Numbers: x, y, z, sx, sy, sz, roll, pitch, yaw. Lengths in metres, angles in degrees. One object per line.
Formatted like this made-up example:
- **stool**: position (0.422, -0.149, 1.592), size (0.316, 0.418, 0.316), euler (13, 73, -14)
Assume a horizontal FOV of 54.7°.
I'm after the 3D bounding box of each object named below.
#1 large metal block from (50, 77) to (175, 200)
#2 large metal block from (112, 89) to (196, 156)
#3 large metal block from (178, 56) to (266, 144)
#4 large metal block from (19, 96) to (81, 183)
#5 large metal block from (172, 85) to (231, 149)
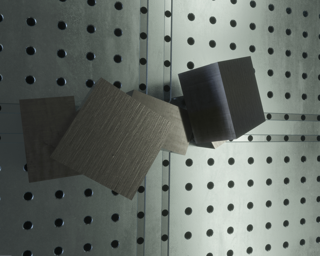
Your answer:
- **large metal block**: position (-0.047, 0.010, 0.296), size (0.080, 0.050, 0.080), euler (33, 79, -17)
- **large metal block**: position (-0.013, -0.005, 0.379), size (0.081, 0.080, 0.050), euler (20, 84, -19)
- **large metal block**: position (0.073, -0.034, 0.355), size (0.081, 0.050, 0.080), euler (-22, 99, -48)
- **large metal block**: position (-0.119, 0.010, 0.339), size (0.050, 0.080, 0.079), euler (-7, 93, -20)
- **large metal block**: position (0.076, -0.027, 0.429), size (0.080, 0.050, 0.080), euler (-32, 101, -18)
